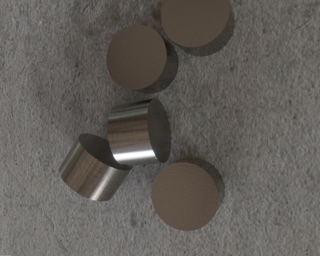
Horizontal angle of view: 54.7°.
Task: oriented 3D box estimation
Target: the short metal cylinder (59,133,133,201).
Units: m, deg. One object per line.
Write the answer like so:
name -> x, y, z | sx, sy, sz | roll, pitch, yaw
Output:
short metal cylinder -> -0.083, 0.050, 0.408 | 0.080, 0.080, 0.050 | 37, 102, 16

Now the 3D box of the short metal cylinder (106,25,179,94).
short metal cylinder -> -0.022, -0.087, 0.402 | 0.080, 0.050, 0.079 | 0, 90, 19

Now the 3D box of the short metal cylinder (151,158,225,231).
short metal cylinder -> 0.036, 0.079, 0.382 | 0.080, 0.050, 0.079 | 0, 90, 19

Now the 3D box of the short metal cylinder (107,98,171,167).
short metal cylinder -> -0.023, 0.006, 0.387 | 0.050, 0.080, 0.080 | -9, 87, 19

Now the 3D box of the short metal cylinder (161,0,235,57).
short metal cylinder -> 0.048, -0.133, 0.378 | 0.080, 0.050, 0.079 | 0, 90, 19
